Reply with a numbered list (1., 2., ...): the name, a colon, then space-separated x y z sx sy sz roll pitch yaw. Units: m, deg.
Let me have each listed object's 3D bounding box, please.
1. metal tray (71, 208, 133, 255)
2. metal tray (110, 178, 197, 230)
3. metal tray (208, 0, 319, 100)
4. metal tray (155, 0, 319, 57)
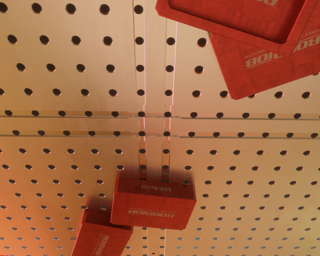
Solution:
1. metal tray: -0.110 0.207 0.584 0.091 0.030 0.129 15 129 -13
2. metal tray: -0.013 0.129 0.518 0.131 0.030 0.089 7 130 -7
3. metal tray: 0.127 -0.091 0.333 0.130 0.030 0.090 -19 128 15
4. metal tray: 0.071 -0.127 0.274 0.131 0.030 0.089 17 116 -2
